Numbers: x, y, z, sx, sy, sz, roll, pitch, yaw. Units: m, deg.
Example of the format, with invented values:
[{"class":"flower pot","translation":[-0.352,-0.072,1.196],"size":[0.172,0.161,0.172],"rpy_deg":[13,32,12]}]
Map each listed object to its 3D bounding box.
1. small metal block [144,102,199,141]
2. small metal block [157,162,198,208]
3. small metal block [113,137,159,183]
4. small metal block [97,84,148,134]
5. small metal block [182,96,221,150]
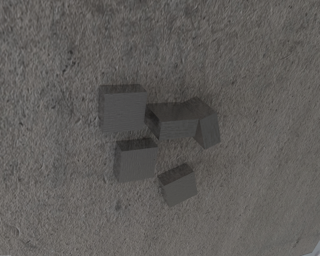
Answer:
[{"class":"small metal block","translation":[0.012,-0.010,0.391],"size":[0.050,0.050,0.025],"rpy_deg":[-6,121,-26]},{"class":"small metal block","translation":[0.027,0.088,0.476],"size":[0.050,0.025,0.050],"rpy_deg":[-23,127,-14]},{"class":"small metal block","translation":[-0.033,0.043,0.415],"size":[0.050,0.025,0.050],"rpy_deg":[-5,121,-26]},{"class":"small metal block","translation":[-0.045,-0.024,0.367],"size":[0.050,0.025,0.050],"rpy_deg":[-6,121,-26]},{"class":"small metal block","translation":[0.055,-0.007,0.416],"size":[0.025,0.050,0.050],"rpy_deg":[-25,128,-13]}]
